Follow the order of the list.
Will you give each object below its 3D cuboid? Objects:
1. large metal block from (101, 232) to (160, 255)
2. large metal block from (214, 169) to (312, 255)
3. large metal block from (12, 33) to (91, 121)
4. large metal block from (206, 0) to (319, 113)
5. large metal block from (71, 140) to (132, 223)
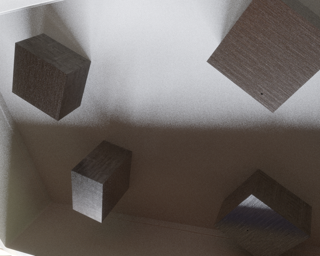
[{"bbox_3d":[-0.057,0.238,0.551,0.080,0.080,0.050,-3,117,29],"label":"large metal block"},{"bbox_3d":[0.130,0.113,0.393,0.080,0.050,0.079,36,129,3],"label":"large metal block"},{"bbox_3d":[-0.151,-0.070,0.426,0.080,0.050,0.079,31,128,7],"label":"large metal block"},{"bbox_3d":[0.105,-0.075,0.290,0.080,0.050,0.080,38,129,2],"label":"large metal block"},{"bbox_3d":[-0.086,0.079,0.465,0.050,0.080,0.079,20,126,16],"label":"large metal block"}]
